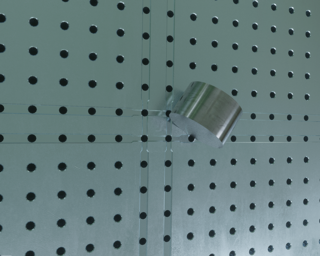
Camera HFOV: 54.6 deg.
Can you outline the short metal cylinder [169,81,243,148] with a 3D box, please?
[{"bbox_3d":[0.059,-0.016,0.405,0.080,0.080,0.050,37,78,-17],"label":"short metal cylinder"}]
